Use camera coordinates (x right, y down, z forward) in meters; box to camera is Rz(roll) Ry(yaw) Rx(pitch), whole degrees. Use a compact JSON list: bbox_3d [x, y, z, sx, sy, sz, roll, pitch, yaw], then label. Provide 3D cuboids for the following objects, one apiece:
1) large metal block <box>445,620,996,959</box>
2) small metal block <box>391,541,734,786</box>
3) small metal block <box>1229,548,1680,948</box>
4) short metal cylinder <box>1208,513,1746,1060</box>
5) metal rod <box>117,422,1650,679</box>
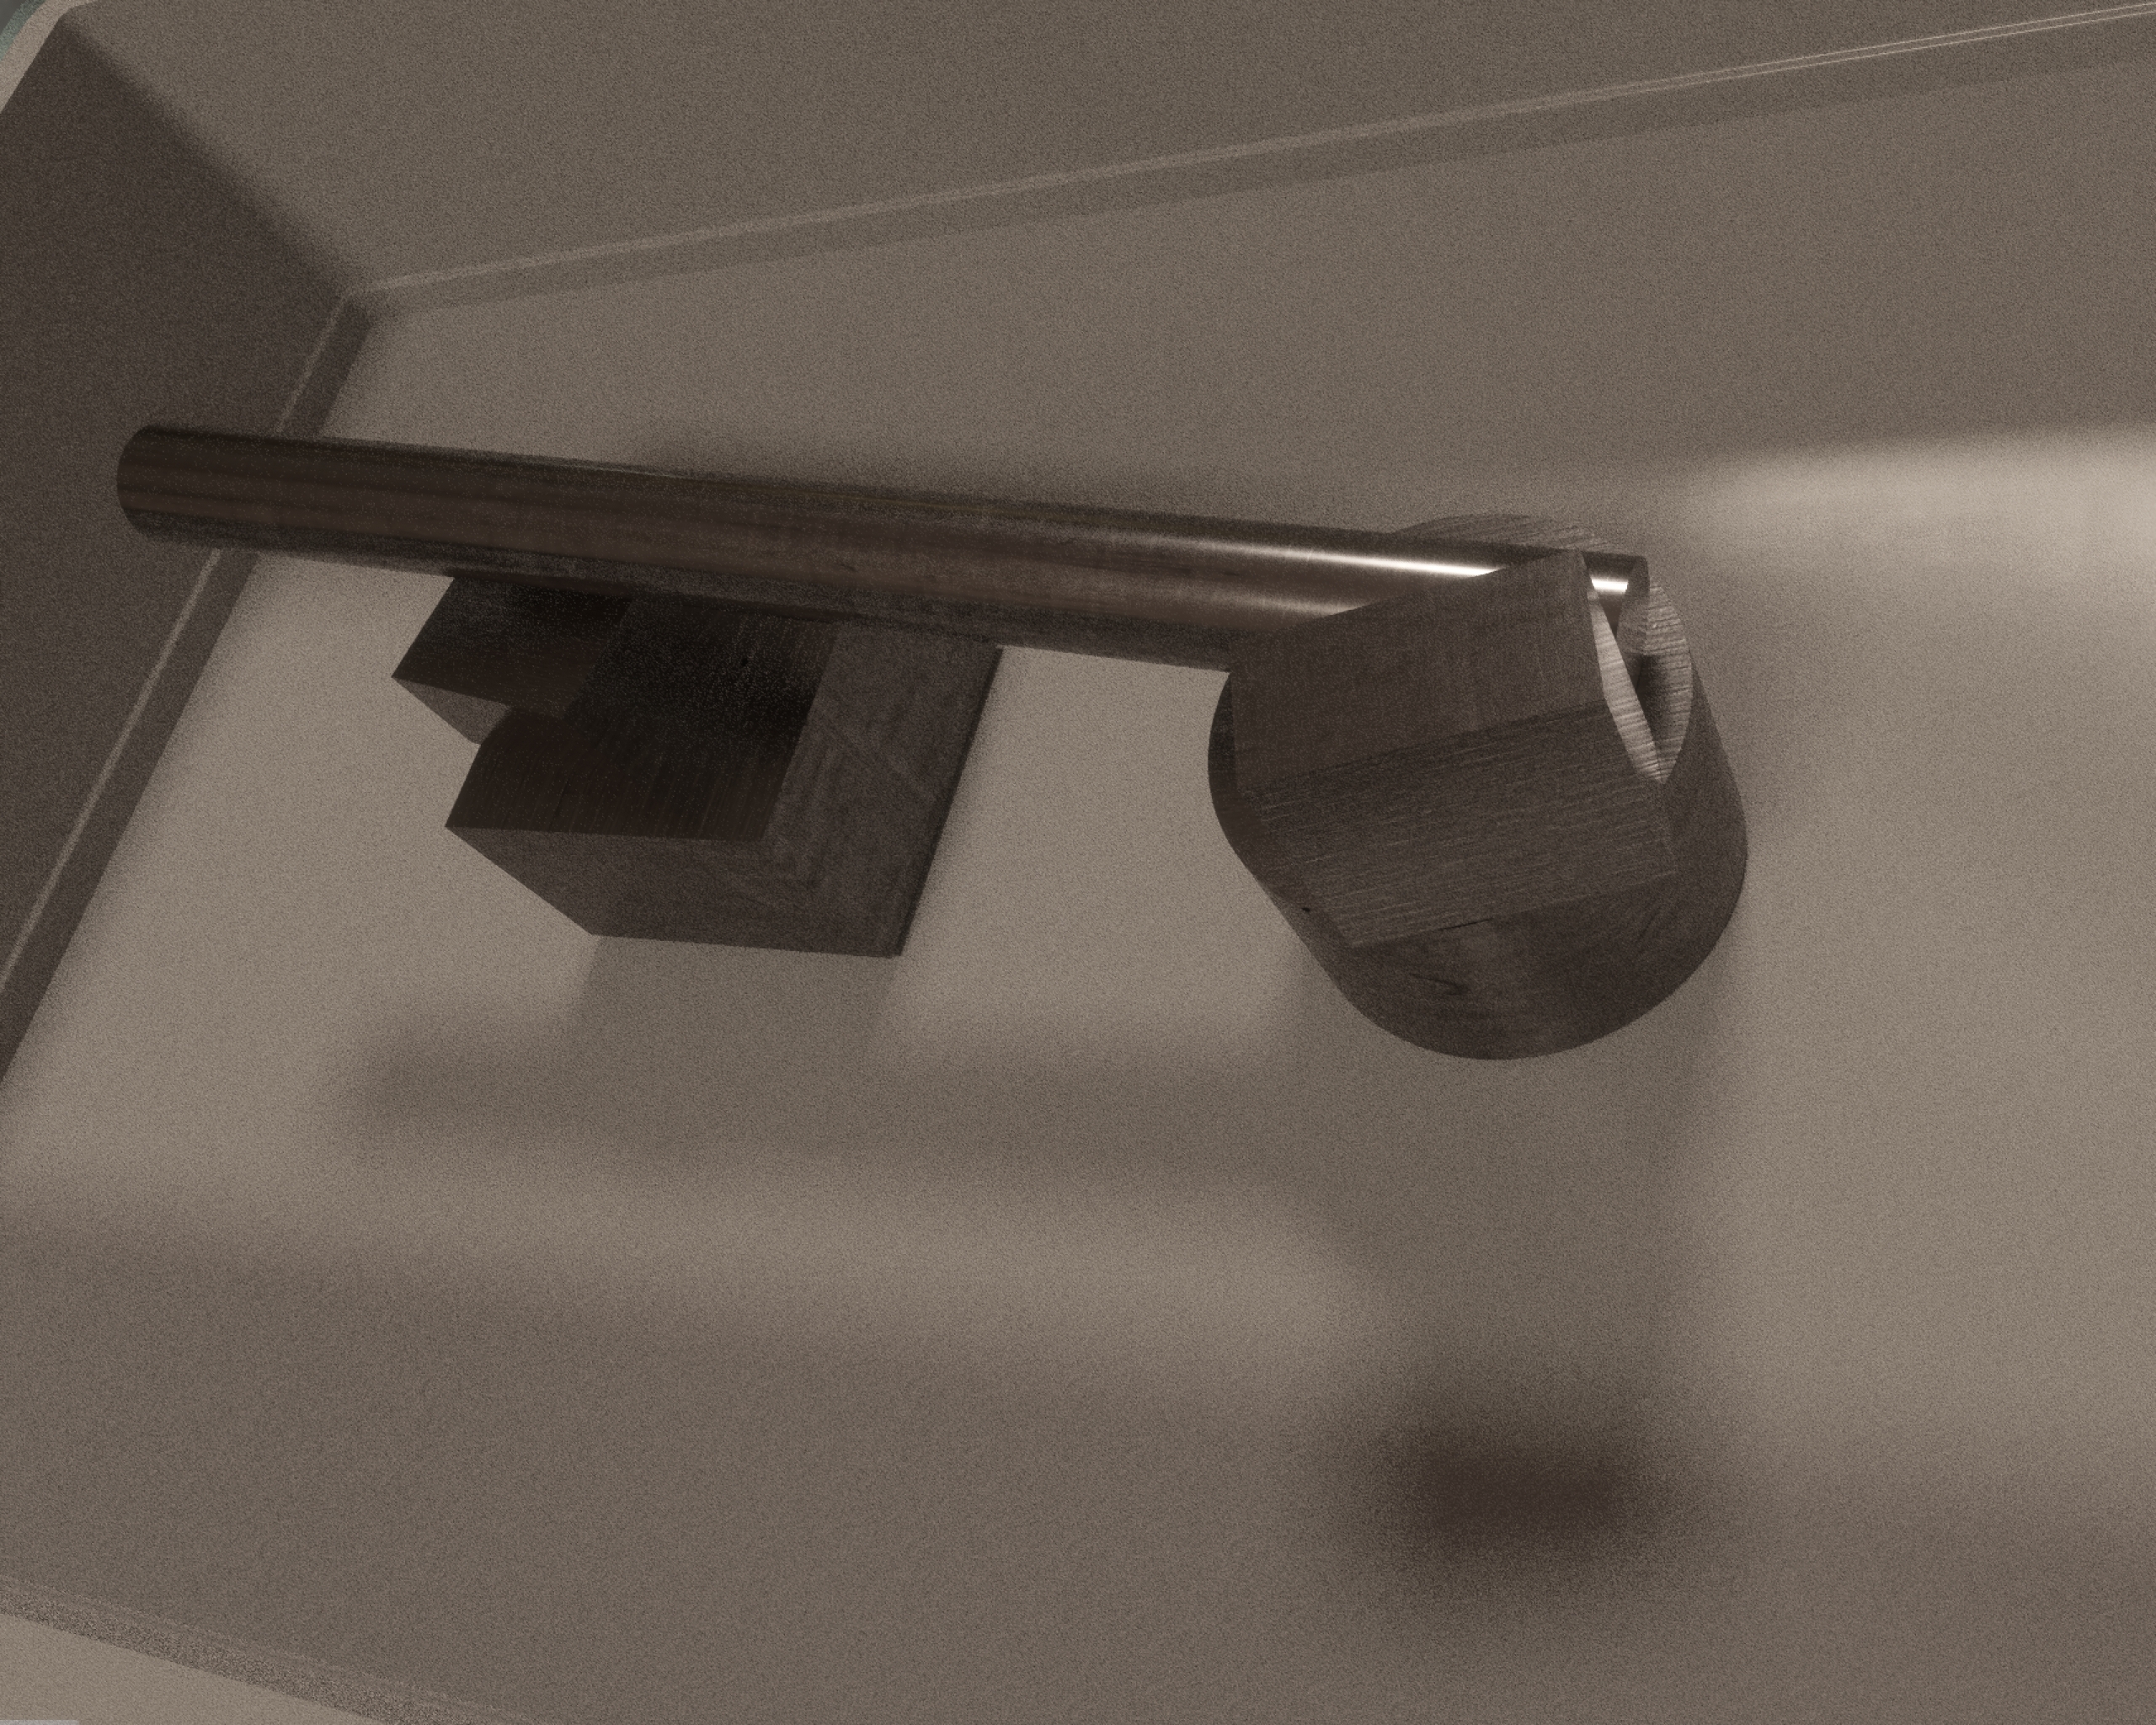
[{"bbox_3d":[-0.073,-0.029,0.440,0.080,0.050,0.080,3,63,29],"label":"large metal block"},{"bbox_3d":[-0.101,-0.047,0.419,0.050,0.025,0.050,14,68,33],"label":"small metal block"},{"bbox_3d":[0.055,-0.014,0.301,0.050,0.050,0.025,-14,56,20],"label":"small metal block"},{"bbox_3d":[0.069,-0.013,0.358,0.080,0.050,0.080,-13,56,20],"label":"short metal cylinder"},{"bbox_3d":[-0.053,-0.056,0.374,0.301,0.025,0.025,9,66,23],"label":"metal rod"}]
